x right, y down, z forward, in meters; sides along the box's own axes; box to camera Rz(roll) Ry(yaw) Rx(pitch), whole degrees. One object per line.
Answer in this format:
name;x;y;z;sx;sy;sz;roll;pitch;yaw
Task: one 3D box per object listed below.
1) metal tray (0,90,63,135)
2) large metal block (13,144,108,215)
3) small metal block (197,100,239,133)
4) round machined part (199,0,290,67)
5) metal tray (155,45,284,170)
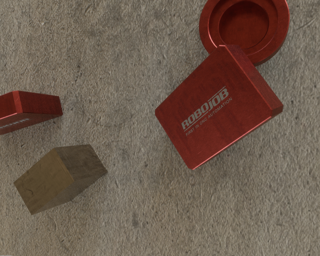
metal tray;-0.223;-0.018;0.453;0.130;0.090;0.030;-15;85;19
large metal block;-0.134;0.068;0.427;0.080;0.080;0.050;-38;78;16
small metal block;0.070;-0.018;0.384;0.050;0.025;0.050;16;95;19
round machined part;0.099;-0.118;0.365;0.098;0.042;0.097;0;90;19
metal tray;0.060;-0.020;0.356;0.129;0.030;0.090;-43;73;40
